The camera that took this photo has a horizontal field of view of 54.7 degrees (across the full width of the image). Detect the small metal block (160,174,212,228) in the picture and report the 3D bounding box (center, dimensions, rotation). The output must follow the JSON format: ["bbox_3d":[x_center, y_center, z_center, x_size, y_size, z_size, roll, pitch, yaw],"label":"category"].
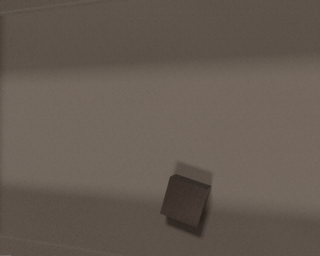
[{"bbox_3d":[0.033,0.092,0.398,0.050,0.025,0.050,16,95,19],"label":"small metal block"}]
